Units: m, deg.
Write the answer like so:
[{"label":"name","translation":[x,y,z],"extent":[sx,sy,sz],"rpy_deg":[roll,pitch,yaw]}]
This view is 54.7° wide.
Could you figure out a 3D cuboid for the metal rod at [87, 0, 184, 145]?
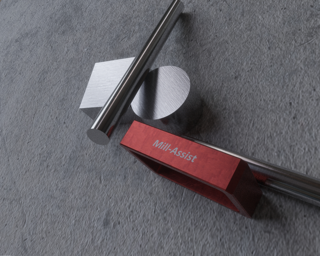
[{"label":"metal rod","translation":[-0.018,-0.096,0.415],"extent":[0.025,0.025,0.301],"rpy_deg":[-2,44,27]}]

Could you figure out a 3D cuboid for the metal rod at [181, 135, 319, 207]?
[{"label":"metal rod","translation":[0.143,0.059,0.292],"extent":[0.300,0.025,0.025],"rpy_deg":[18,71,34]}]

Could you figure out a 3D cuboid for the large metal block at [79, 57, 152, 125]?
[{"label":"large metal block","translation":[-0.058,-0.052,0.449],"extent":[0.080,0.050,0.080],"rpy_deg":[-2,61,27]}]

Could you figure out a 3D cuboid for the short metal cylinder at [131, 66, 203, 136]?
[{"label":"short metal cylinder","translation":[0.010,-0.033,0.402],"extent":[0.080,0.050,0.080],"rpy_deg":[-13,56,20]}]

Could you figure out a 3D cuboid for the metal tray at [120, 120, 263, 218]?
[{"label":"metal tray","translation":[0.031,0.041,0.319],"extent":[0.130,0.090,0.030],"rpy_deg":[20,73,35]}]
